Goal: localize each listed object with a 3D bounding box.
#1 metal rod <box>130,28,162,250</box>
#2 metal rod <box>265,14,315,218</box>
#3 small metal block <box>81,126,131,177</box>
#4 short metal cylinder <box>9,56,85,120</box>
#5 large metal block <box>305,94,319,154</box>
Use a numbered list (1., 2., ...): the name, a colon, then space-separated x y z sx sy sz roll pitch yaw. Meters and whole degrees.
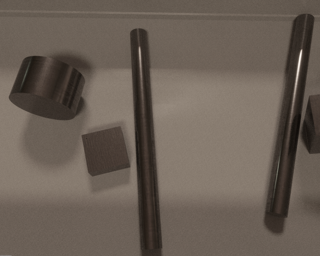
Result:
1. metal rod: -0.021 0.000 0.409 0.025 0.025 0.299 -4 70 -2
2. metal rod: 0.181 -0.031 0.423 0.025 0.025 0.299 15 70 5
3. small metal block: -0.069 0.030 0.398 0.050 0.025 0.050 -13 71 -5
4. short metal cylinder: -0.142 -0.048 0.396 0.080 0.080 0.050 9 70 3
5. large metal block: 0.224 -0.006 0.373 0.080 0.080 0.050 -6 69 18
